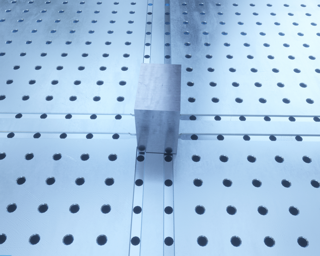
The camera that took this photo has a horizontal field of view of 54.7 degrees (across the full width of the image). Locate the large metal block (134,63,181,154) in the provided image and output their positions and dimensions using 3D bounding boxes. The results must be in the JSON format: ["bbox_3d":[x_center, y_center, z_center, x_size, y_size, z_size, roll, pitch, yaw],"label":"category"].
[{"bbox_3d":[-0.001,-0.024,0.391,0.050,0.080,0.080,3,50,2],"label":"large metal block"}]
